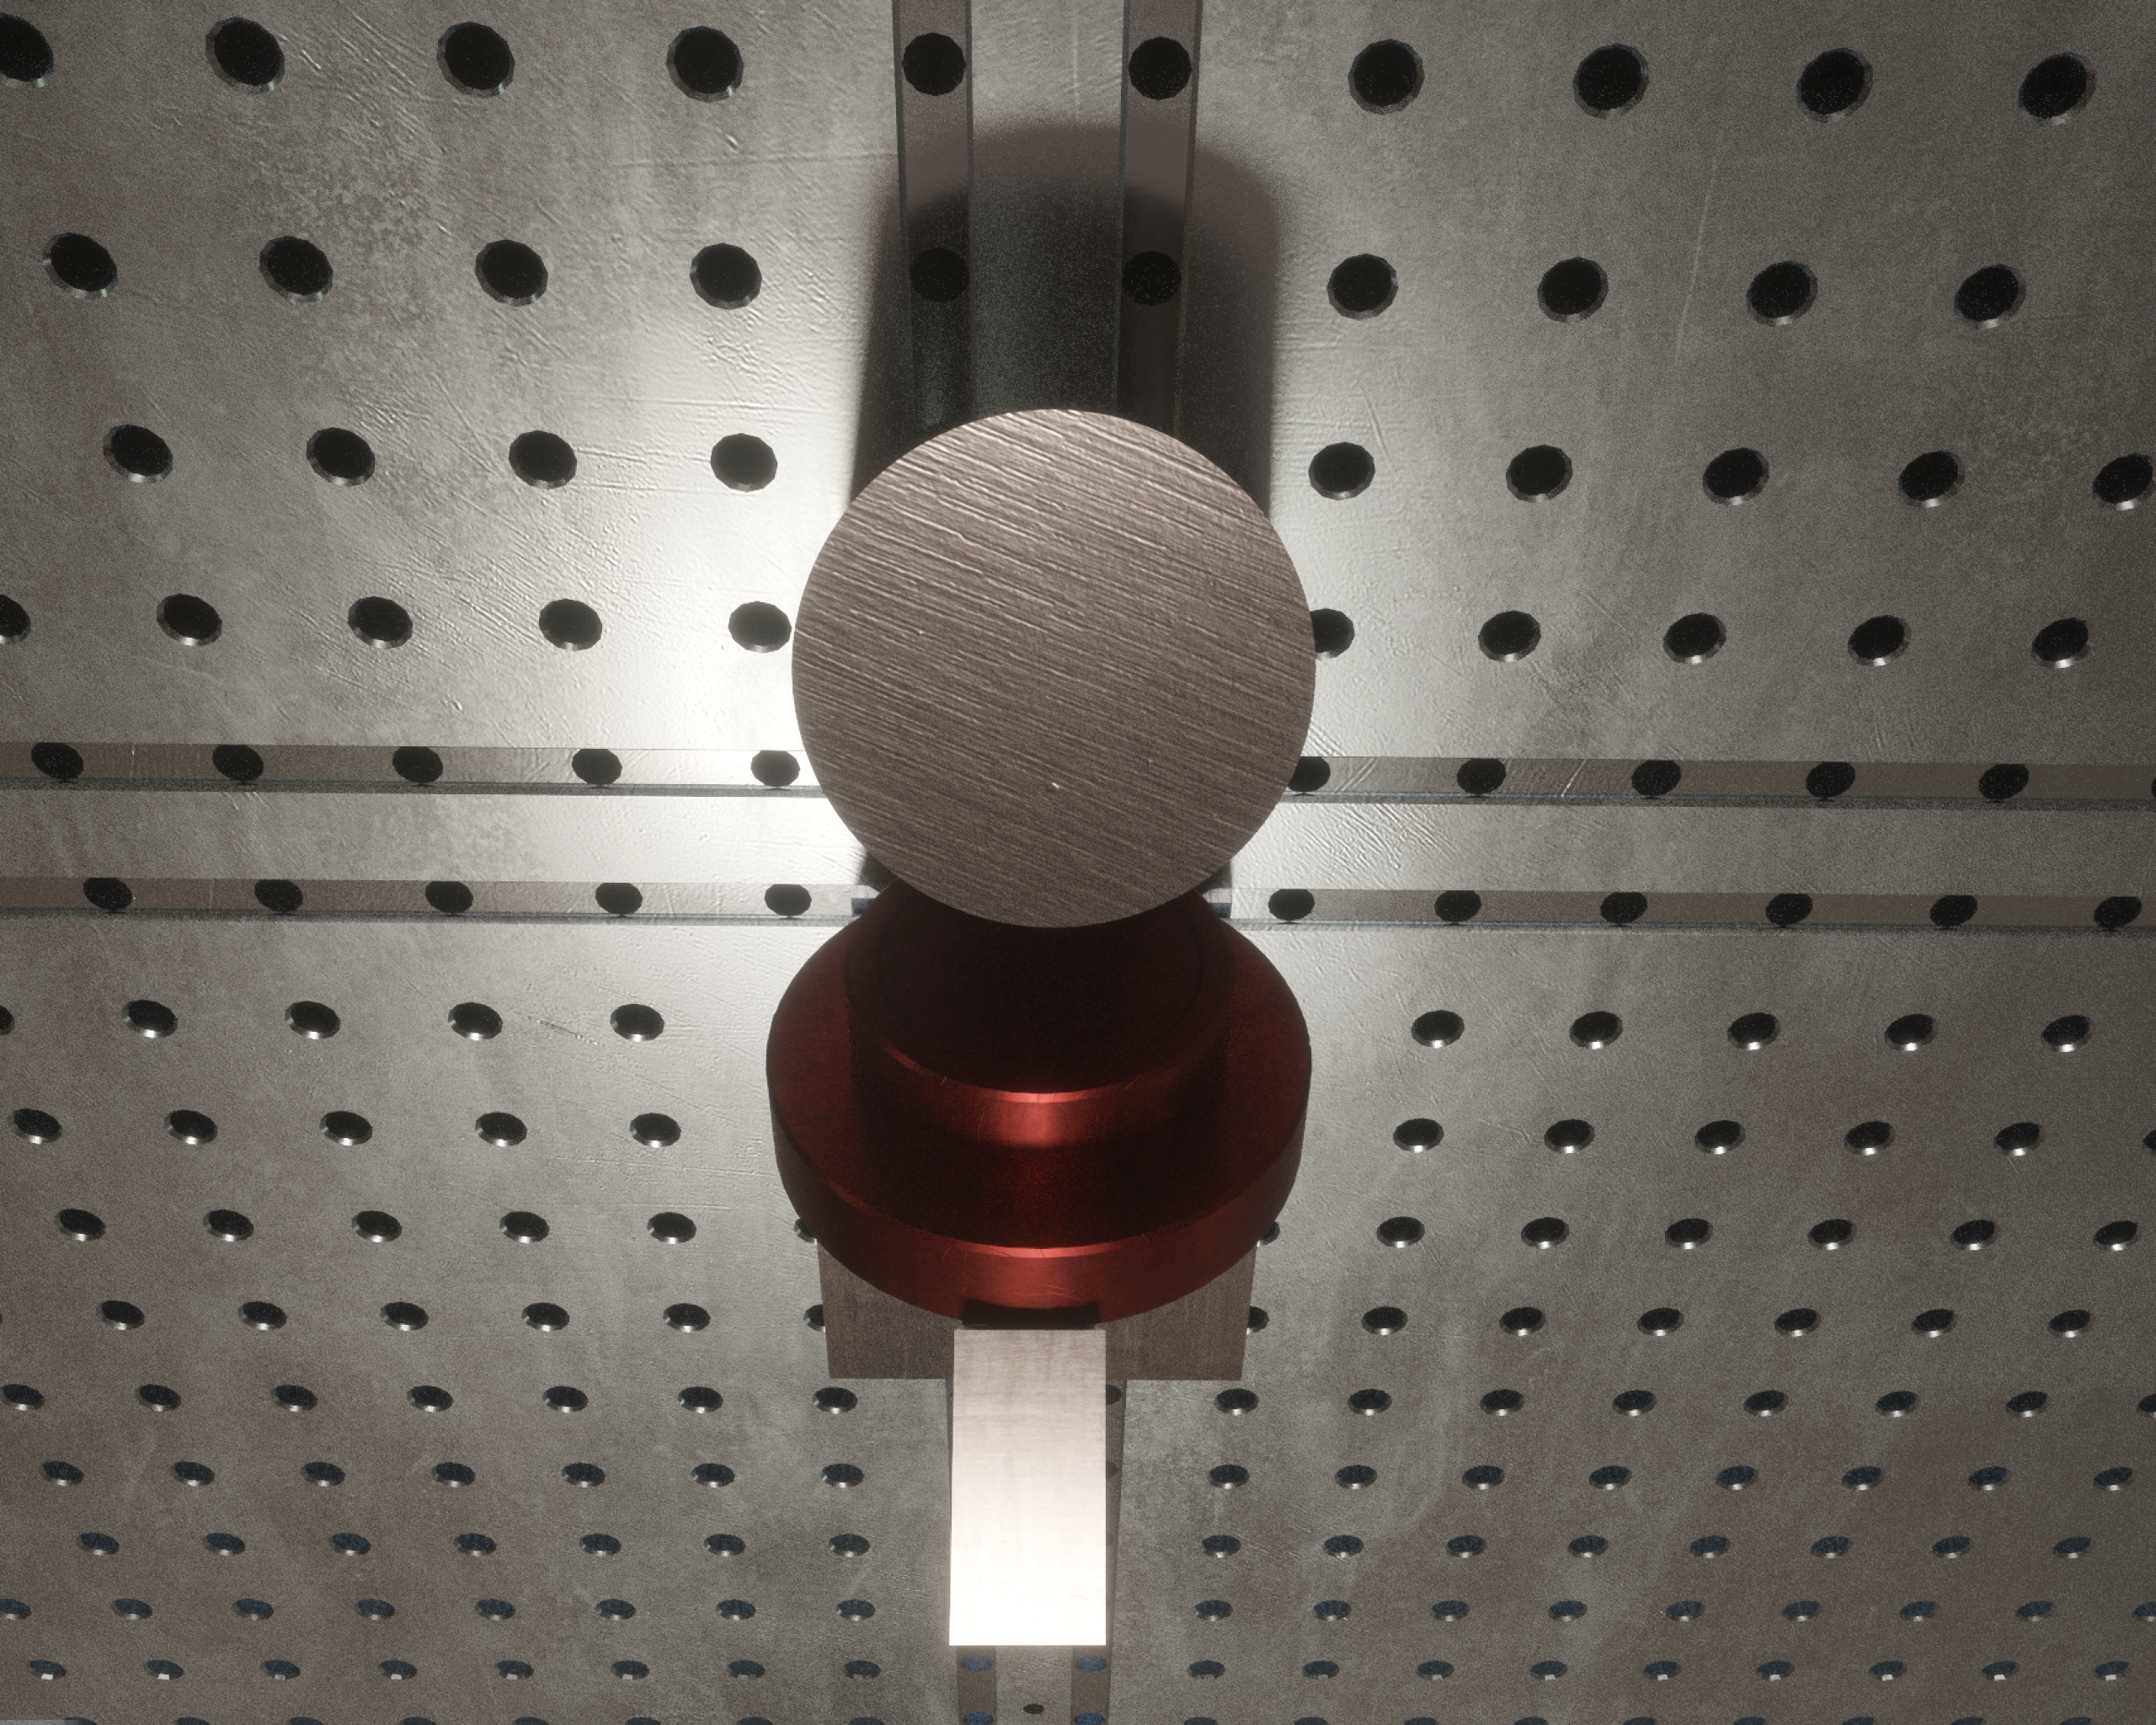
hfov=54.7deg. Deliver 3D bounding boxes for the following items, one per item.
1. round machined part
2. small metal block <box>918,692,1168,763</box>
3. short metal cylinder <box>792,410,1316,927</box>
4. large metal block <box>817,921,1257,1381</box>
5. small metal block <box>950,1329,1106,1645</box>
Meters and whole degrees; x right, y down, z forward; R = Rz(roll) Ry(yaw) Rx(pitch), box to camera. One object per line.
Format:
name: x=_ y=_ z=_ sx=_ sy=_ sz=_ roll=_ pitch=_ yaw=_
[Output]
round machined part: x=-0.007 y=0.032 z=0.377 sx=0.099 sy=0.098 sz=0.042 roll=1 pitch=130 yaw=-1
small metal block: x=-0.007 y=-0.017 z=0.396 sx=0.050 sy=0.025 sz=0.050 roll=0 pitch=130 yaw=-1
short metal cylinder: x=-0.004 y=-0.033 z=0.345 sx=0.081 sy=0.050 sz=0.079 roll=0 pitch=100 yaw=-1
large metal block: x=-0.008 y=0.056 z=0.422 sx=0.081 sy=0.080 sz=0.050 roll=1 pitch=130 yaw=-1
small metal block: x=-0.009 y=0.107 z=0.367 sx=0.025 sy=0.050 sz=0.050 roll=1 pitch=168 yaw=-2
